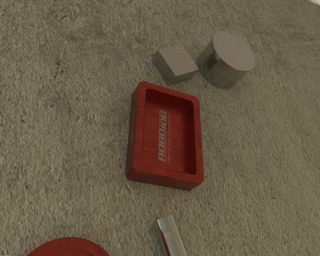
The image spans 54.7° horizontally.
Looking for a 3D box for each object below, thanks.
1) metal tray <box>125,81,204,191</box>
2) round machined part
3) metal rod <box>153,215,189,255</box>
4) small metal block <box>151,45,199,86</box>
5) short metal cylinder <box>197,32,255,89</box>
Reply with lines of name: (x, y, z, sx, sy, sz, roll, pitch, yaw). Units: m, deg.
metal tray: (0.007, 0.008, 0.399, 0.091, 0.030, 0.130, 14, 56, -20)
round machined part: (-0.079, 0.143, 0.263, 0.099, 0.042, 0.098, 14, 56, -21)
metal rod: (0.053, 0.231, 0.291, 0.025, 0.025, 0.299, -7, 65, -31)
small metal block: (0.024, -0.097, 0.475, 0.050, 0.025, 0.050, -22, 74, -36)
short metal cylinder: (0.109, -0.112, 0.514, 0.081, 0.050, 0.080, 14, 56, -21)
